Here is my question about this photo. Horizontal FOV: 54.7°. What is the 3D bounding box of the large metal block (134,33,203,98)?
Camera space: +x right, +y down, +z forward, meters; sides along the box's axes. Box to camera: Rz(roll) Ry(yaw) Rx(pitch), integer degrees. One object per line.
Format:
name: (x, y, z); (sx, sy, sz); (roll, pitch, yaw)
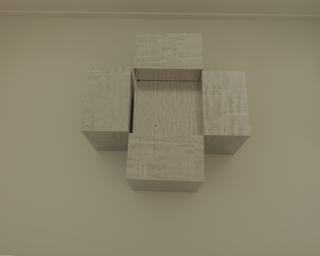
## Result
large metal block: (0.010, -0.079, 0.408); (0.080, 0.080, 0.050); (1, 70, 0)

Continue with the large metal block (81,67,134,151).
large metal block: (-0.059, -0.021, 0.387); (0.050, 0.080, 0.080); (1, 70, 0)

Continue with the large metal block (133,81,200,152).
large metal block: (0.008, -0.013, 0.399); (0.080, 0.050, 0.080); (1, 70, 0)

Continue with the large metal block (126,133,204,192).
large metal block: (0.006, 0.043, 0.363); (0.080, 0.080, 0.050); (2, 70, 0)

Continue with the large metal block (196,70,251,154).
large metal block: (0.074, -0.016, 0.386); (0.050, 0.080, 0.080); (1, 70, 0)
